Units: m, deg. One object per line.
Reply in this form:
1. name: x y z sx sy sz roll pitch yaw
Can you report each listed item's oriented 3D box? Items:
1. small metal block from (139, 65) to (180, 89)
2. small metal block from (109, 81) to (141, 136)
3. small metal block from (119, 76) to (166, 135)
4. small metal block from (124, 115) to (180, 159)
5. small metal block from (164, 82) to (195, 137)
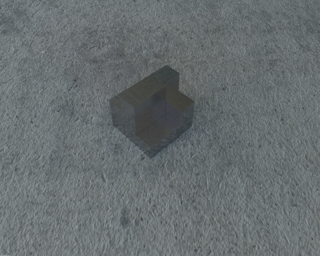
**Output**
1. small metal block: 0.000 -0.052 0.432 0.050 0.050 0.025 -36 59 -27
2. small metal block: -0.037 -0.025 0.409 0.050 0.050 0.025 -36 59 -27
3. small metal block: -0.020 -0.027 0.378 0.050 0.050 0.025 -36 59 -27
4. small metal block: -0.010 0.004 0.401 0.050 0.025 0.050 -35 59 -26
5. small metal block: 0.017 -0.024 0.408 0.025 0.050 0.050 -36 59 -26
